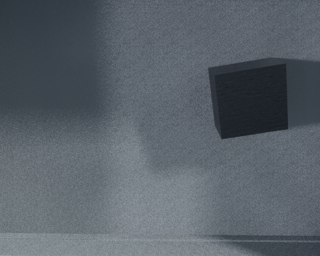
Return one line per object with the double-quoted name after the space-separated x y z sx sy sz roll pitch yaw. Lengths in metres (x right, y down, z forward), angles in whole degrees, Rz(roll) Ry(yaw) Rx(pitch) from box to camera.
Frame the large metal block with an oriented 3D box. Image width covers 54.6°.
0.108 -0.038 0.385 0.080 0.050 0.080 -9 110 3 "large metal block"
